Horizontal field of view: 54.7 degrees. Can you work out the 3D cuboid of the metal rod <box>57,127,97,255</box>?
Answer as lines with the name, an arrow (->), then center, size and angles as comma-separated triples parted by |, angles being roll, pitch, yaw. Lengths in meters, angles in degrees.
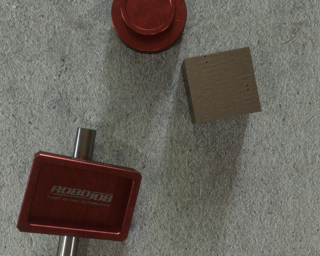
metal rod -> -0.120, 0.148, 0.408 | 0.025, 0.025, 0.298 | 9, 90, -1

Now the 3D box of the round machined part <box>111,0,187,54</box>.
round machined part -> -0.014, -0.149, 0.401 | 0.099, 0.042, 0.097 | 0, 90, -1

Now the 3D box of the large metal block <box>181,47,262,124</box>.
large metal block -> 0.076, -0.052, 0.399 | 0.080, 0.050, 0.080 | -11, 90, -1

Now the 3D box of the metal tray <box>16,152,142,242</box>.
metal tray -> -0.096, 0.085, 0.383 | 0.131, 0.030, 0.090 | 14, 88, -21
